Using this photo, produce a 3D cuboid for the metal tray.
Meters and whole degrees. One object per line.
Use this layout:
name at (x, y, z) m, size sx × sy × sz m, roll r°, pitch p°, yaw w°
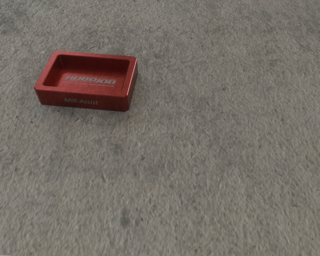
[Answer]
metal tray at (-0.104, -0.071, 0.458) m, size 0.131 × 0.030 × 0.090 m, roll 5°, pitch 50°, yaw 4°
